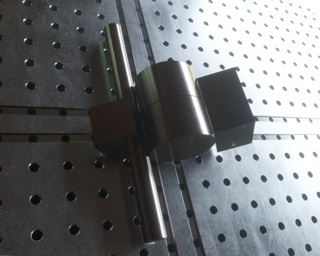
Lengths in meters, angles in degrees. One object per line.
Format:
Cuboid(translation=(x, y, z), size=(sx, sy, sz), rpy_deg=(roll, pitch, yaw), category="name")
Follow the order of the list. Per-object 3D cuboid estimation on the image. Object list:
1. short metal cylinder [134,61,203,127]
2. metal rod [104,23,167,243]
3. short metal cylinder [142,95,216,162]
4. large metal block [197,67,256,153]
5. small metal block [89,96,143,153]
Cuboid(translation=(0.011, -0.042, 0.399), size=(0.081, 0.080, 0.050), rpy_deg=(0, 62, -28), category="short metal cylinder")
Cuboid(translation=(-0.037, -0.013, 0.390), size=(0.025, 0.025, 0.299), rpy_deg=(0, 62, -28), category="metal rod")
Cuboid(translation=(0.022, 0.003, 0.377), size=(0.081, 0.080, 0.050), rpy_deg=(0, 62, -28), category="short metal cylinder")
Cuboid(translation=(0.089, -0.022, 0.420), size=(0.050, 0.080, 0.080), rpy_deg=(-16, 65, 6), category="large metal block")
Cuboid(translation=(-0.052, -0.004, 0.363), size=(0.050, 0.025, 0.050), rpy_deg=(-16, 64, 3), category="small metal block")
